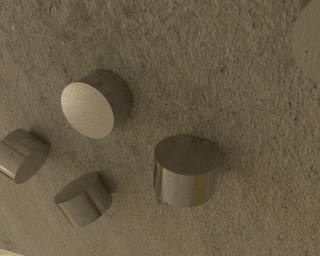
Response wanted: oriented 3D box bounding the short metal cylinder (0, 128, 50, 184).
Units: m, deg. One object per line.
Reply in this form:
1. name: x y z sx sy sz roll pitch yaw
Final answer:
1. short metal cylinder: -0.235 0.048 0.525 0.050 0.080 0.079 33 129 7

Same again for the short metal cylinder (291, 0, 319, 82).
1. short metal cylinder: 0.155 -0.082 0.258 0.080 0.050 0.079 13 124 21

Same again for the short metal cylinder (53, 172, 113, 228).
1. short metal cylinder: -0.125 0.117 0.510 0.080 0.080 0.050 -16 110 34

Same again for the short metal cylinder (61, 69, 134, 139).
1. short metal cylinder: -0.083 -0.033 0.414 0.080 0.050 0.079 13 124 21

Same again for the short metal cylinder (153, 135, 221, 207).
1. short metal cylinder: 0.032 0.051 0.386 0.080 0.080 0.050 16 125 19
